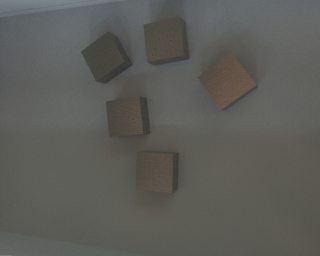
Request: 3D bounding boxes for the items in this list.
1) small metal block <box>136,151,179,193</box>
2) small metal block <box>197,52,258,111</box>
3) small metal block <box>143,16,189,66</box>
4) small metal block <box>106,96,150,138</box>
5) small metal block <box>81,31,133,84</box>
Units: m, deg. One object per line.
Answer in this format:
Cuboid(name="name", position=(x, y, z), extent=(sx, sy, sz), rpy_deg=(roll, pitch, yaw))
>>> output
Cuboid(name="small metal block", position=(-0.003, 0.057, 0.412), extent=(0.050, 0.025, 0.050), rpy_deg=(2, 91, 20))
Cuboid(name="small metal block", position=(0.083, -0.056, 0.381), extent=(0.050, 0.025, 0.050), rpy_deg=(-37, 78, 16))
Cuboid(name="small metal block", position=(0.008, -0.113, 0.407), extent=(0.050, 0.025, 0.050), rpy_deg=(-6, 88, 19))
Cuboid(name="small metal block", position=(-0.044, -0.014, 0.426), extent=(0.050, 0.025, 0.050), rpy_deg=(-7, 88, 19))
Cuboid(name="small metal block", position=(-0.075, -0.098, 0.437), extent=(0.050, 0.025, 0.050), rpy_deg=(-31, 80, 17))
